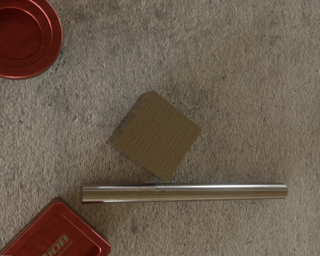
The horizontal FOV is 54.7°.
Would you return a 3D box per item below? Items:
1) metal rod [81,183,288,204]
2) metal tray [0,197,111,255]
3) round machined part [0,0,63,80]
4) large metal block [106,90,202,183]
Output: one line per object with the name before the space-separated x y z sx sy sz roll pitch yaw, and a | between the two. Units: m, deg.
metal rod | 0.047 0.088 0.426 0.302 0.025 0.025 4 89 -20
metal tray | -0.134 0.157 0.357 0.130 0.030 0.090 -46 105 -14
round machined part | -0.160 -0.101 0.341 0.099 0.042 0.097 0 90 -20
large metal block | -0.008 0.011 0.393 0.080 0.050 0.080 38 78 -16
